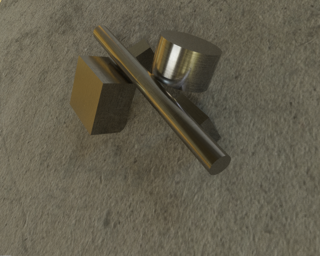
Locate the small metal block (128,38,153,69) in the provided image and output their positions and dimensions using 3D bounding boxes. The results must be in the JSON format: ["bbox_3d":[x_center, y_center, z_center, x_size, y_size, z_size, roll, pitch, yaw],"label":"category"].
[{"bbox_3d":[-0.029,-0.096,0.462,0.050,0.050,0.025,-34,52,6],"label":"small metal block"}]

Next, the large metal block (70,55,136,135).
[{"bbox_3d":[-0.083,-0.047,0.437,0.080,0.050,0.079,47,129,38],"label":"large metal block"}]

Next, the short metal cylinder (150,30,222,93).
[{"bbox_3d":[0.032,-0.086,0.397,0.080,0.081,0.050,45,129,39],"label":"short metal cylinder"}]

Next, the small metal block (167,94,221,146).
[{"bbox_3d":[0.041,-0.006,0.367,0.025,0.050,0.050,-42,51,0],"label":"small metal block"}]

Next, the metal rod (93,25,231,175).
[{"bbox_3d":[-0.017,-0.056,0.383,0.025,0.025,0.300,-40,51,1],"label":"metal rod"}]
